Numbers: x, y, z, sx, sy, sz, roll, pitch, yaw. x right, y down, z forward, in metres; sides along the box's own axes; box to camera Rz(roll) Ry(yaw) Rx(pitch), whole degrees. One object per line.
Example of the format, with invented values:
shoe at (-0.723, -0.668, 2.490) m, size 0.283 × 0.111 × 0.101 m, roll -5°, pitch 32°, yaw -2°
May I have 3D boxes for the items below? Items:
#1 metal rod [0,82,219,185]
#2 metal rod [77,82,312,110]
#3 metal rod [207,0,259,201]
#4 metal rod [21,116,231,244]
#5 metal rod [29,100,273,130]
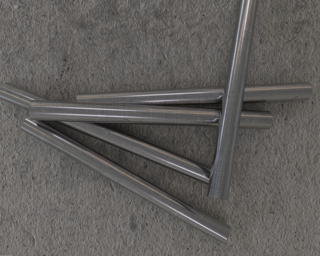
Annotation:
metal rod at (-0.065, 0.009, 0.409) m, size 0.301 × 0.025 × 0.025 m, roll 23°, pitch 90°, yaw 0°
metal rod at (0.044, -0.041, 0.410) m, size 0.302 × 0.025 × 0.025 m, roll -3°, pitch 90°, yaw 0°
metal rod at (0.095, -0.062, 0.387) m, size 0.025 × 0.025 × 0.299 m, roll 11°, pitch 81°, yaw 0°
metal rod at (-0.044, 0.067, 0.409) m, size 0.301 × 0.025 × 0.025 m, roll 30°, pitch 90°, yaw 0°
metal rod at (-0.006, -0.016, 0.395) m, size 0.302 × 0.025 × 0.025 m, roll 2°, pitch 90°, yaw -6°
